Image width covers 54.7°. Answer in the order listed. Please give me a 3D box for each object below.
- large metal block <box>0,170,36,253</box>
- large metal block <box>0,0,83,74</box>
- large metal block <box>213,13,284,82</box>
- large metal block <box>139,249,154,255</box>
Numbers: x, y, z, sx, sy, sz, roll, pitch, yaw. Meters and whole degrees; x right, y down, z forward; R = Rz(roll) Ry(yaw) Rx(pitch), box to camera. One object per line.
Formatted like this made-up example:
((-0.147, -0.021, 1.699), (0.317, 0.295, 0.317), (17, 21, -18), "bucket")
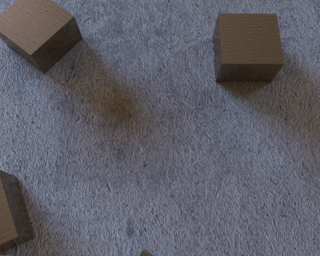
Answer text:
((-0.203, 0.104, 0.355), (0.080, 0.050, 0.080), (-24, 72, -9), "large metal block")
((-0.174, -0.139, 0.444), (0.080, 0.050, 0.080), (37, 74, 12), "large metal block")
((0.121, -0.112, 0.436), (0.081, 0.050, 0.080), (0, 70, 0), "large metal block")
((-0.007, 0.188, 0.326), (0.080, 0.050, 0.080), (32, 73, 11), "large metal block")
